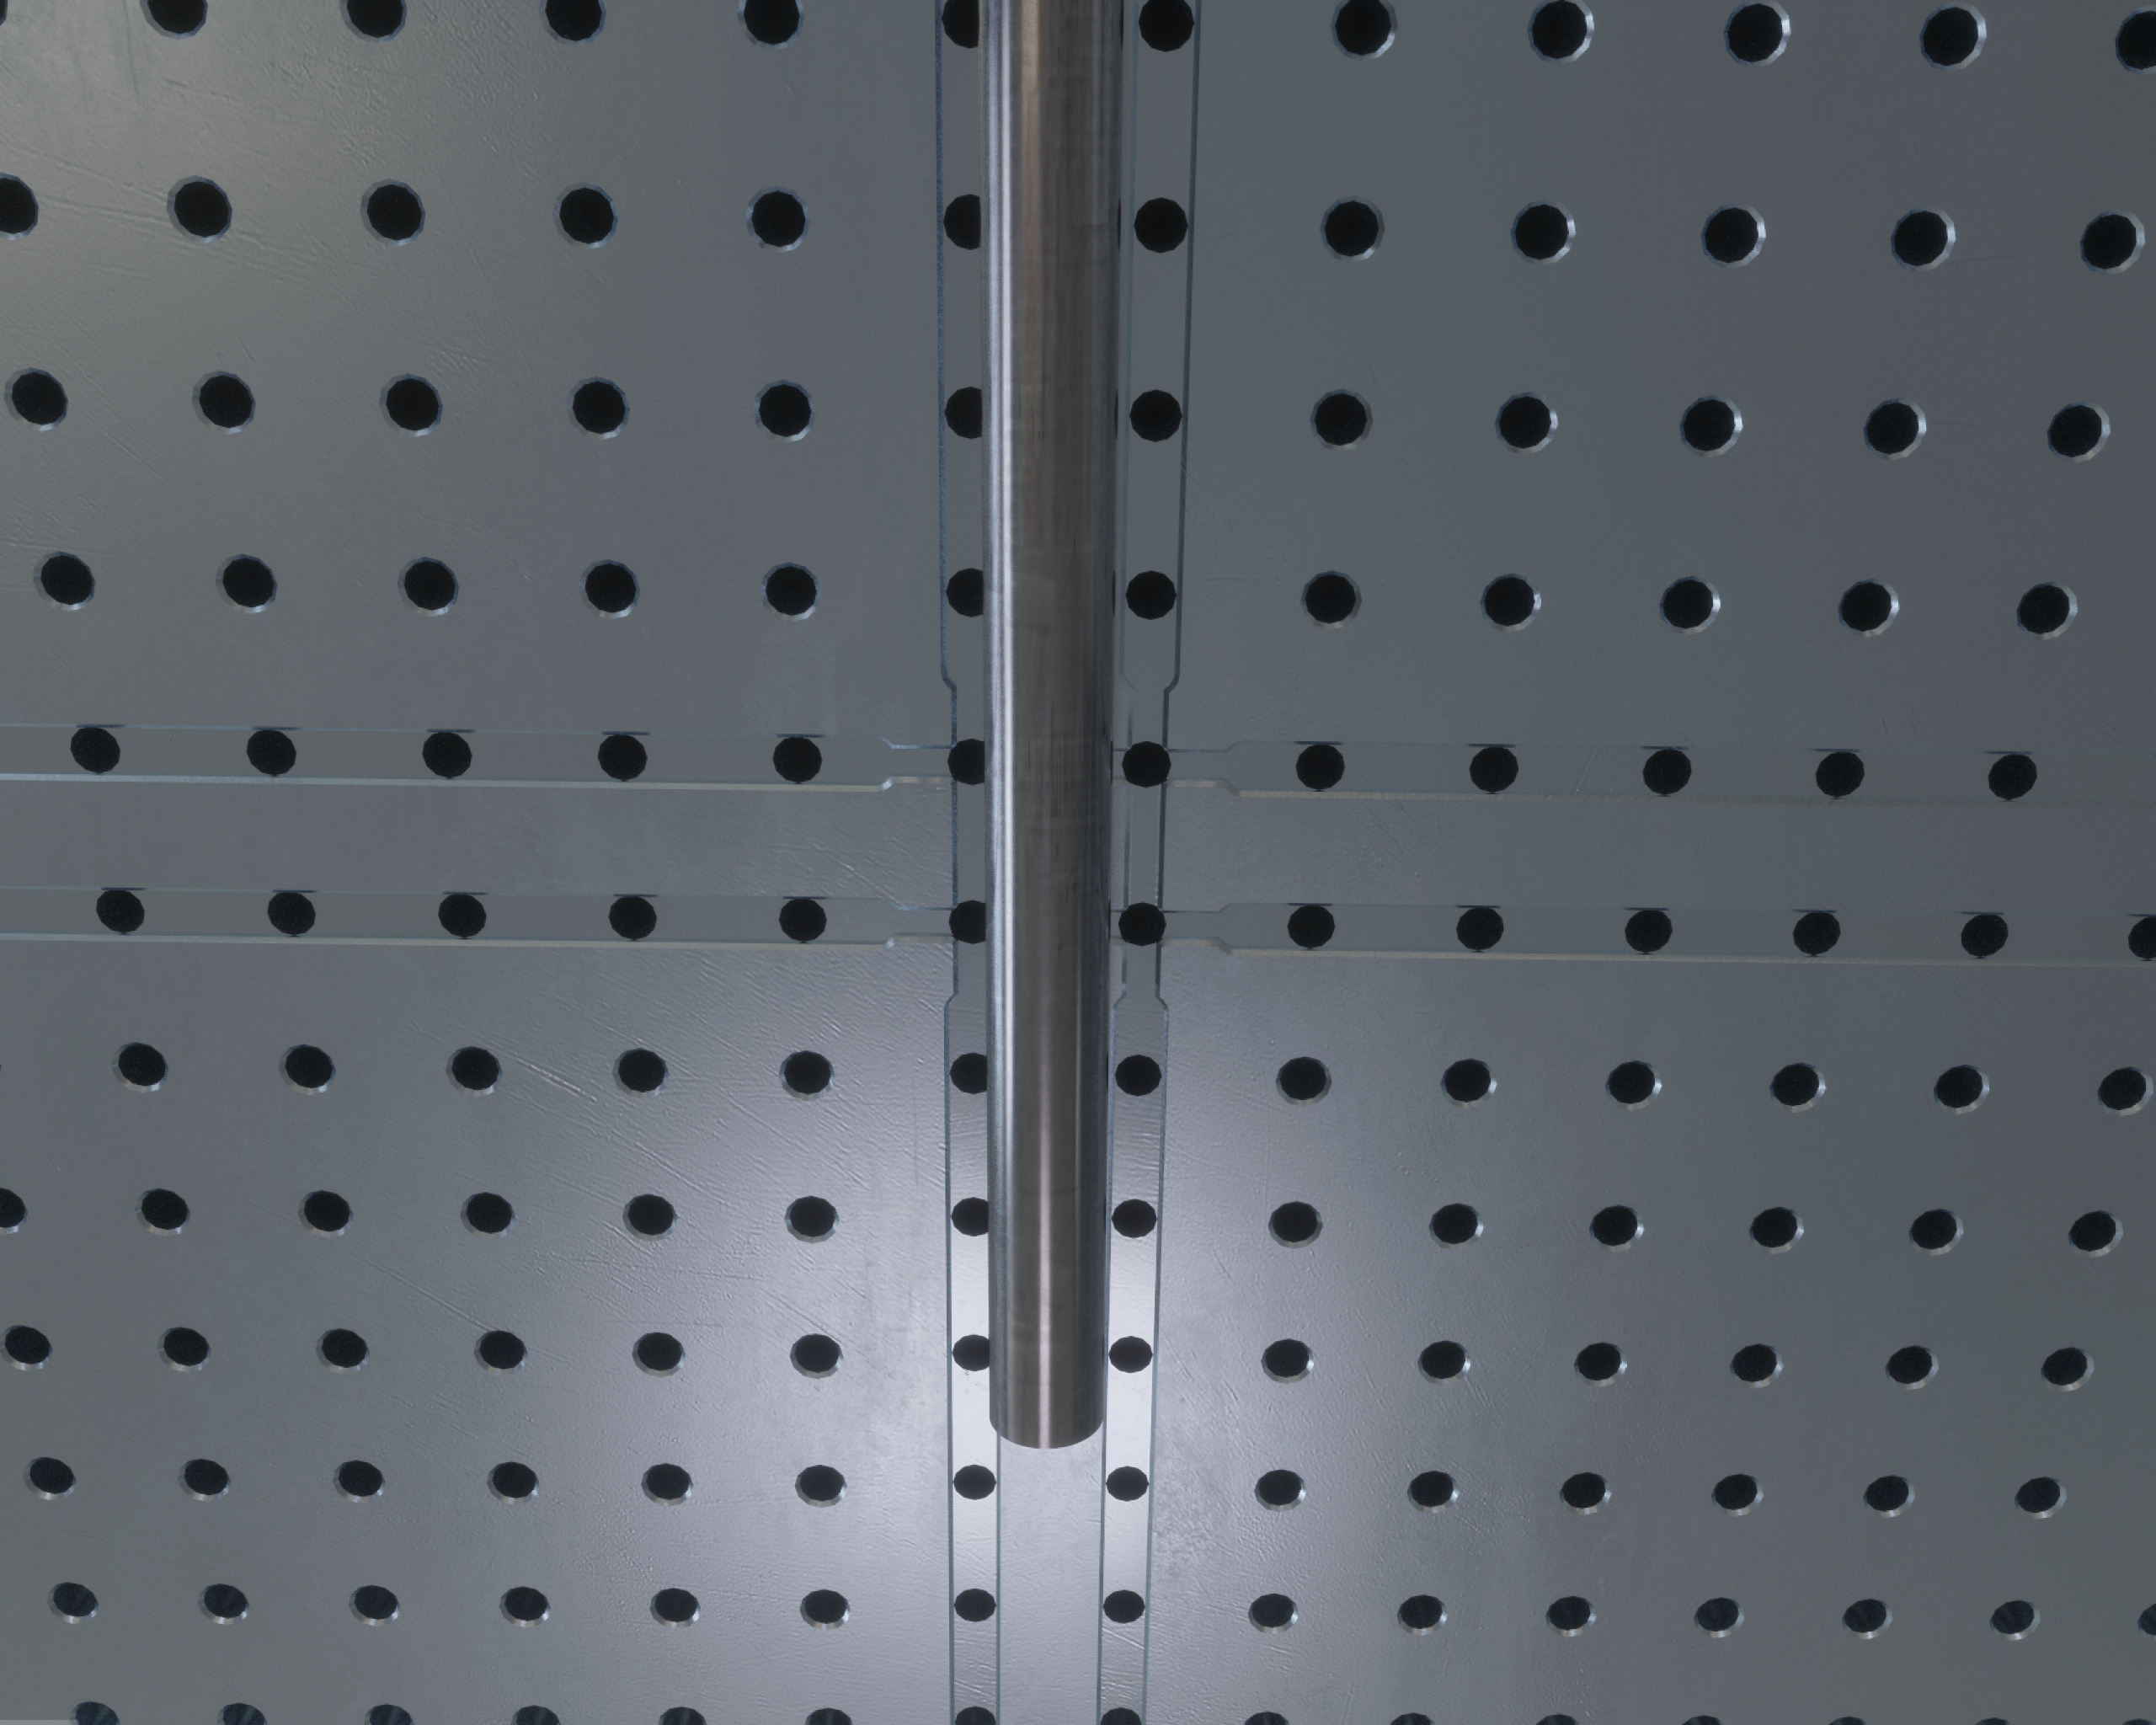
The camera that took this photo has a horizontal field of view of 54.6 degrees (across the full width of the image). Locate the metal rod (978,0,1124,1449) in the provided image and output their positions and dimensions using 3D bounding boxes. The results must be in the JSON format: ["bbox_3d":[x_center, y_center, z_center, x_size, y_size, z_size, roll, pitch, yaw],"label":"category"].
[{"bbox_3d":[-0.006,-0.019,0.407,0.025,0.025,0.298,0,110,0],"label":"metal rod"}]
